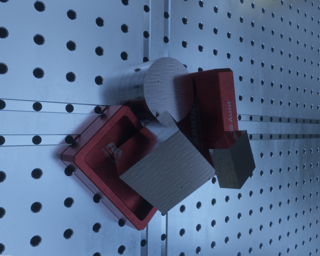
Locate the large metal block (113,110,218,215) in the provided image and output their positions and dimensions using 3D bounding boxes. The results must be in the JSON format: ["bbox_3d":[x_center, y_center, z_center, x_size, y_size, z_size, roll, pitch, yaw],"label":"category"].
[{"bbox_3d":[0.006,0.040,0.359,0.080,0.050,0.080,-39,121,6],"label":"large metal block"}]

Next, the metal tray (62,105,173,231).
[{"bbox_3d":[-0.040,0.048,0.373,0.090,0.030,0.130,-51,120,-28],"label":"metal tray"}]

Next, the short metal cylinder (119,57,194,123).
[{"bbox_3d":[-0.004,-0.045,0.391,0.081,0.050,0.079,0,90,-40],"label":"short metal cylinder"}]

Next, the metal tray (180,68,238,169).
[{"bbox_3d":[0.059,-0.010,0.418,0.030,0.090,0.129,-12,98,-40],"label":"metal tray"}]

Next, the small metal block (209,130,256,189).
[{"bbox_3d":[0.086,0.036,0.360,0.050,0.025,0.050,-35,113,-47],"label":"small metal block"}]
